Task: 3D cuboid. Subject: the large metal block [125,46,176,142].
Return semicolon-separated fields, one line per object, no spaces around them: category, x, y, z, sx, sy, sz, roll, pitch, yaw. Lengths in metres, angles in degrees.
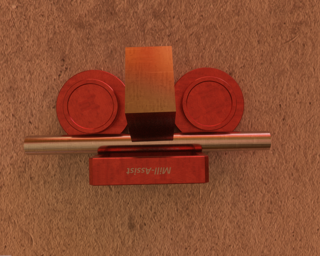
large metal block;-0.011;-0.036;0.357;0.050;0.080;0.080;-2;67;-1

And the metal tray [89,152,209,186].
metal tray;-0.012;0.046;0.378;0.131;0.090;0.030;-1;90;-1

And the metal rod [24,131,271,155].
metal rod;-0.014;0.019;0.390;0.302;0.025;0.025;-1;90;-1

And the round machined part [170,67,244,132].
round machined part;0.061;-0.031;0.403;0.099;0.042;0.097;0;90;-1

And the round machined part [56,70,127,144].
round machined part;-0.085;-0.027;0.400;0.099;0.042;0.097;0;90;-1
